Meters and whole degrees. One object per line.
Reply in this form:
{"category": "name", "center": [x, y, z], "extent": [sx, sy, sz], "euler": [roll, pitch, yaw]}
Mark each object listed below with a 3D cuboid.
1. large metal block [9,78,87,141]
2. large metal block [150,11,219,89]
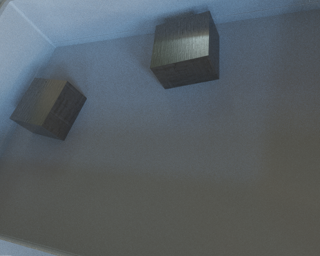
{"category": "large metal block", "center": [-0.180, -0.032, 0.501], "extent": [0.080, 0.050, 0.080], "euler": [10, 67, 32]}
{"category": "large metal block", "center": [0.037, -0.108, 0.435], "extent": [0.080, 0.050, 0.080], "euler": [-8, 58, 24]}
